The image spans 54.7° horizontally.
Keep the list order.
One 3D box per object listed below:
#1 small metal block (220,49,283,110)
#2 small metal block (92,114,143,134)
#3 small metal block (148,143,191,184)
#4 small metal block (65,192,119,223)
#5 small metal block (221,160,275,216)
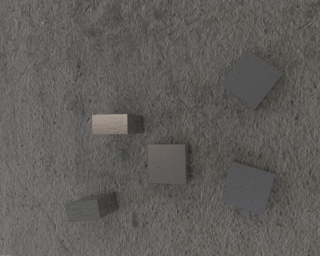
[{"bbox_3d":[0.109,-0.057,0.370,0.050,0.025,0.050,39,102,15],"label":"small metal block"},{"bbox_3d":[-0.055,-0.005,0.415,0.050,0.050,0.025,-1,90,20],"label":"small metal block"},{"bbox_3d":[0.013,0.046,0.404,0.050,0.025,0.050,-2,90,20],"label":"small metal block"},{"bbox_3d":[-0.093,0.109,0.429,0.050,0.050,0.025,-13,86,19],"label":"small metal block"},{"bbox_3d":[0.106,0.070,0.372,0.050,0.025,0.050,16,95,19],"label":"small metal block"}]
